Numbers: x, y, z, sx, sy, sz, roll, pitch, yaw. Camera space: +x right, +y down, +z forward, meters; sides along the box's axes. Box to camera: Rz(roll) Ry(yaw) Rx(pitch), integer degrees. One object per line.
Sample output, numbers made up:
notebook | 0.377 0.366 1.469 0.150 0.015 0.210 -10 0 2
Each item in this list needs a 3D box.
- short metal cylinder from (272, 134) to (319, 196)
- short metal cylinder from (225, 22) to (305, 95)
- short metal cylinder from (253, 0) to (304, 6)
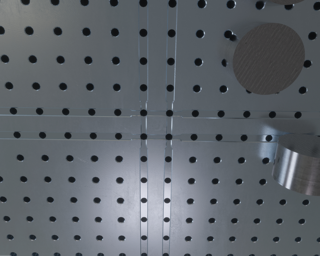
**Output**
short metal cylinder | 0.192 0.045 0.402 0.081 0.080 0.050 3 110 -1
short metal cylinder | 0.122 -0.084 0.370 0.081 0.050 0.079 0 110 0
short metal cylinder | 0.133 -0.176 0.336 0.081 0.050 0.079 0 110 0
